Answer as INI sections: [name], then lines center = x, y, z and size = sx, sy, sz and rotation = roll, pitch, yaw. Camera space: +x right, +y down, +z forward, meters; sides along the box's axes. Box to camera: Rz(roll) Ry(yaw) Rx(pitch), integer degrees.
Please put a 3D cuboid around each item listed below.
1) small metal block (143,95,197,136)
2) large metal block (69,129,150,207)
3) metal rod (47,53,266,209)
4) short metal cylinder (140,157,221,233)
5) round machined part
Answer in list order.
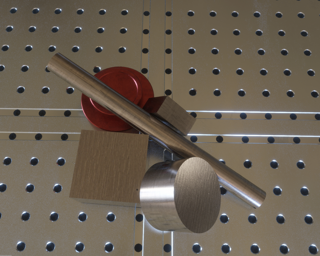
[small metal block]
center = 0.009, -0.015, 0.394
size = 0.050, 0.050, 0.025
rotation = 38, 74, -24
[large metal block]
center = -0.057, 0.051, 0.377
size = 0.081, 0.050, 0.080
rotation = 5, 70, 1
[metal rod]
center = -0.002, 0.004, 0.376
size = 0.301, 0.025, 0.025
rotation = 34, 73, -2
[short metal cylinder]
center = 0.024, 0.075, 0.348
size = 0.081, 0.050, 0.080
rotation = 15, 69, -43
[round machined part]
center = -0.057, -0.041, 0.417
size = 0.099, 0.042, 0.098
rotation = 0, 70, -1
